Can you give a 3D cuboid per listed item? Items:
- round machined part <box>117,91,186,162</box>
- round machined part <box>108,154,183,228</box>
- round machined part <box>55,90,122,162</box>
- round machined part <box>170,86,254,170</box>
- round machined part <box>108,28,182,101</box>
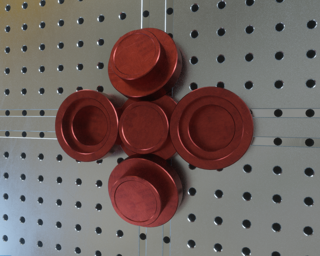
[{"bbox_3d":[-0.015,-0.001,0.407,0.098,0.042,0.097,0,90,19],"label":"round machined part"},{"bbox_3d":[-0.024,0.085,0.399,0.098,0.042,0.097,5,106,18],"label":"round machined part"},{"bbox_3d":[-0.093,-0.003,0.435,0.098,0.042,0.097,0,90,19],"label":"round machined part"},{"bbox_3d":[0.065,0.000,0.380,0.098,0.042,0.097,0,90,19],"label":"round machined part"},{"bbox_3d":[-0.025,-0.086,0.399,0.098,0.042,0.098,-5,74,20],"label":"round machined part"}]
